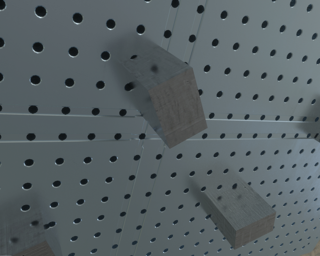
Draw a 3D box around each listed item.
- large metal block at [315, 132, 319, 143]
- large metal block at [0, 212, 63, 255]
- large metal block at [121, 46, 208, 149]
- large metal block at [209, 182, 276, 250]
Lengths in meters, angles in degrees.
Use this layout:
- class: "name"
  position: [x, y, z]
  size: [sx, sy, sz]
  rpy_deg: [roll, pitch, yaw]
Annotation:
- class: "large metal block"
  position: [0.362, 0.008, 0.597]
  size: [0.081, 0.050, 0.080]
  rpy_deg: [14, 111, -34]
- class: "large metal block"
  position: [-0.177, 0.169, 0.402]
  size: [0.081, 0.050, 0.080]
  rpy_deg: [-21, 127, -16]
- class: "large metal block"
  position: [0.005, -0.037, 0.355]
  size: [0.050, 0.080, 0.080]
  rpy_deg: [-29, 128, -10]
- class: "large metal block"
  position: [0.142, 0.152, 0.546]
  size: [0.081, 0.080, 0.050]
  rpy_deg: [-18, 126, -18]
